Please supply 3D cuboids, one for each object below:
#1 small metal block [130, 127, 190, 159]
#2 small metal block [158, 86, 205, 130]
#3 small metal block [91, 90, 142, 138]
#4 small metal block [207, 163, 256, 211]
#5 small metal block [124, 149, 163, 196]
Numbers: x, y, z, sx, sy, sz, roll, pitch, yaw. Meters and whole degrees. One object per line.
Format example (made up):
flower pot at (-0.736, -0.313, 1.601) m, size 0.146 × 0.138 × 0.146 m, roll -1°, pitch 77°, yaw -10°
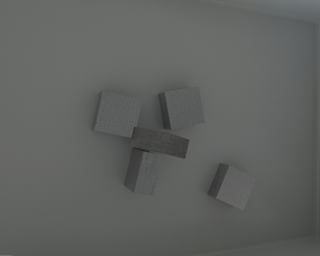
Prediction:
small metal block at (0.000, 0.019, 0.388) m, size 0.050 × 0.050 × 0.025 m, roll 19°, pitch 83°, yaw -52°
small metal block at (0.029, -0.027, 0.422) m, size 0.050 × 0.025 × 0.050 m, roll -11°, pitch 94°, yaw -20°
small metal block at (-0.055, -0.016, 0.391) m, size 0.050 × 0.025 × 0.050 m, roll 13°, pitch 86°, yaw -20°
small metal block at (0.104, 0.085, 0.451) m, size 0.050 × 0.025 × 0.050 m, roll 27°, pitch 81°, yaw -18°
small metal block at (-0.022, 0.054, 0.390) m, size 0.025 × 0.050 × 0.050 m, roll 14°, pitch 85°, yaw -20°
